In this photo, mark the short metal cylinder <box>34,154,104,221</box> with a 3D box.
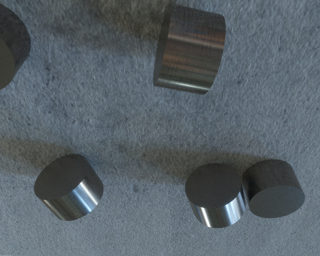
[{"bbox_3d":[-0.128,0.083,0.440,0.080,0.080,0.050,-14,129,11],"label":"short metal cylinder"}]

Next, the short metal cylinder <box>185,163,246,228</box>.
[{"bbox_3d":[0.082,0.098,0.456,0.080,0.080,0.050,-13,129,10],"label":"short metal cylinder"}]

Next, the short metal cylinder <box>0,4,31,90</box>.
[{"bbox_3d":[-0.182,-0.084,0.317,0.081,0.050,0.079,0,130,0],"label":"short metal cylinder"}]

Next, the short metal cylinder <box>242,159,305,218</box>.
[{"bbox_3d":[0.171,0.094,0.473,0.081,0.050,0.079,0,130,0],"label":"short metal cylinder"}]

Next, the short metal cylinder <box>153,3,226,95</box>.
[{"bbox_3d":[0.026,-0.076,0.306,0.050,0.080,0.079,9,130,-8],"label":"short metal cylinder"}]
